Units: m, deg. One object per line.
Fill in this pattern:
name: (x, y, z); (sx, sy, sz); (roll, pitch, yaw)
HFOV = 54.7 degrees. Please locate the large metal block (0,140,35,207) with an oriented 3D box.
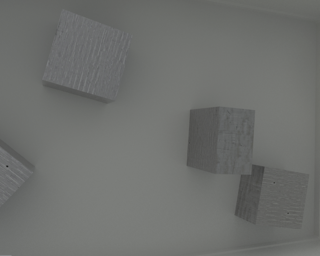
large metal block: (-0.194, 0.049, 0.326); (0.080, 0.050, 0.080); (44, 76, -15)

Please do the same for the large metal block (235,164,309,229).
large metal block: (0.165, 0.099, 0.458); (0.081, 0.050, 0.080); (11, 86, -20)

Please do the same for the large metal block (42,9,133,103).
large metal block: (-0.086, -0.079, 0.365); (0.081, 0.050, 0.080); (15, 85, -20)

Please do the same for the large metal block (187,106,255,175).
large metal block: (0.078, 0.016, 0.410); (0.050, 0.080, 0.080); (4, 89, -20)
